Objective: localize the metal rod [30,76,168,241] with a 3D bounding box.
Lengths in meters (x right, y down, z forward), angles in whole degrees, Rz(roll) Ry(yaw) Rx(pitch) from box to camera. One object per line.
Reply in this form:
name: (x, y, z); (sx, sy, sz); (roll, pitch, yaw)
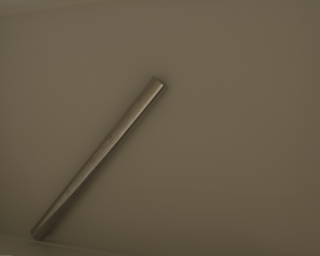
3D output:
metal rod: (-0.093, 0.051, 0.441); (0.025, 0.025, 0.299); (43, 103, 14)
